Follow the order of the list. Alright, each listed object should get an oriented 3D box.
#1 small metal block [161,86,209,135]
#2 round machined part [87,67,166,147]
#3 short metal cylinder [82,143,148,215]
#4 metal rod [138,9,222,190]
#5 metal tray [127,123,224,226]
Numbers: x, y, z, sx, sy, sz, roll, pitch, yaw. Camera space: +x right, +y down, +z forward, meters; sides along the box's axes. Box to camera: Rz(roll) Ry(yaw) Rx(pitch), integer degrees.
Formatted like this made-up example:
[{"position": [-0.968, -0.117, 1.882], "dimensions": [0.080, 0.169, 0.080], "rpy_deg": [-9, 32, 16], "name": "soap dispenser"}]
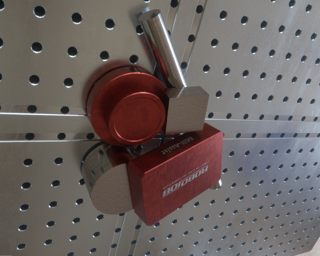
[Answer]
[{"position": [0.028, -0.022, 0.378], "dimensions": [0.050, 0.025, 0.050], "rpy_deg": [-7, 124, -19], "name": "small metal block"}, {"position": [-0.032, -0.019, 0.365], "dimensions": [0.099, 0.042, 0.097], "rpy_deg": [-13, 124, -20], "name": "round machined part"}, {"position": [-0.055, 0.064, 0.399], "dimensions": [0.081, 0.050, 0.079], "rpy_deg": [-14, 124, -21], "name": "short metal cylinder"}, {"position": [0.039, -0.014, 0.420], "dimensions": [0.025, 0.025, 0.299], "rpy_deg": [-32, 129, -8], "name": "metal rod"}, {"position": [0.025, 0.058, 0.403], "dimensions": [0.131, 0.030, 0.089], "rpy_deg": [-25, 129, -29], "name": "metal tray"}]
